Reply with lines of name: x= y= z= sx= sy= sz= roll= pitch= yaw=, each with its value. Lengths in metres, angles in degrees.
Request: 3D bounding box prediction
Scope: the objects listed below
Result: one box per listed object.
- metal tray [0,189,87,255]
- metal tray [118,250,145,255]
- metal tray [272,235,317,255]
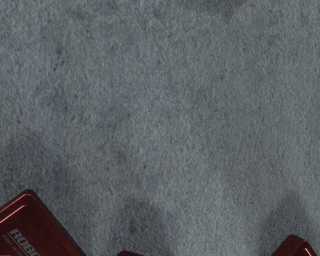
metal tray: x=-0.147 y=0.147 z=0.352 sx=0.090 sy=0.030 sz=0.130 roll=-37 pitch=102 yaw=-17
metal tray: x=-0.031 y=0.235 z=0.396 sx=0.090 sy=0.030 sz=0.130 roll=24 pitch=82 yaw=-19
metal tray: x=0.223 y=0.248 z=0.491 sx=0.090 sy=0.030 sz=0.130 roll=-40 pitch=103 yaw=-16
